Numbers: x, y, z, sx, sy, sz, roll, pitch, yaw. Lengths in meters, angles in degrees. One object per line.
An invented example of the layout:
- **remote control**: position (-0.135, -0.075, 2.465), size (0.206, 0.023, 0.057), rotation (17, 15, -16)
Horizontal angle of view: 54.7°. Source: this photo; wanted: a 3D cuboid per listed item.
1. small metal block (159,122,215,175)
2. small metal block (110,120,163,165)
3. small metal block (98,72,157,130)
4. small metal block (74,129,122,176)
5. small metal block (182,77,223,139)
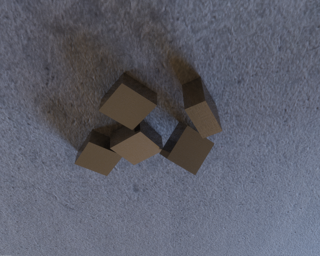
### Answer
- **small metal block**: position (0.036, 0.028, 0.415), size (0.050, 0.025, 0.050), rotation (33, 87, -25)
- **small metal block**: position (-0.031, 0.019, 0.419), size (0.050, 0.025, 0.050), rotation (-29, 133, 22)
- **small metal block**: position (-0.039, -0.032, 0.380), size (0.050, 0.025, 0.050), rotation (31, 123, -24)
- **small metal block**: position (-0.085, 0.036, 0.437), size (0.050, 0.025, 0.050), rotation (25, 126, -21)
- **small metal block**: position (0.050, -0.024, 0.371), size (0.025, 0.050, 0.050), rotation (-23, 127, 18)
